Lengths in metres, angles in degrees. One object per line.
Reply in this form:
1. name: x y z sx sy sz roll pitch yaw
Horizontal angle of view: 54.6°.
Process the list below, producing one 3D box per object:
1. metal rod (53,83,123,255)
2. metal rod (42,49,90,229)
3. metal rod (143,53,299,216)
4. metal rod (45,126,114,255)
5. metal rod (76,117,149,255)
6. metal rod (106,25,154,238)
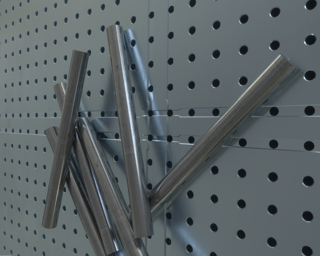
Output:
1. metal rod: -0.124 0.056 0.513 0.025 0.025 0.299 -36 68 34
2. metal rod: -0.156 0.024 0.505 0.025 0.025 0.298 22 104 38
3. metal rod: 0.043 0.036 0.374 0.299 0.025 0.025 -51 60 28
4. metal rod: -0.131 0.123 0.519 0.025 0.025 0.299 -45 63 31
5. metal rod: -0.064 0.099 0.436 0.025 0.025 0.299 -51 52 28
6. metal rod: -0.044 -0.006 0.427 0.025 0.025 0.299 -22 70 38
